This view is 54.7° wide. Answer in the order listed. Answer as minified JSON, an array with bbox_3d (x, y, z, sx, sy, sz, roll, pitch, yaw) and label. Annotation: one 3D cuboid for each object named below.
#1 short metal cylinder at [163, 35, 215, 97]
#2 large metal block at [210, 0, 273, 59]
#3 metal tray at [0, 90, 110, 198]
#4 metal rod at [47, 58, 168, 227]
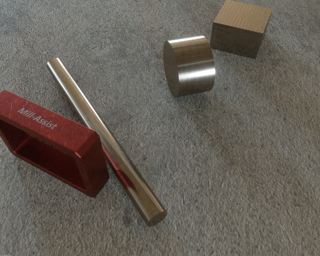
[{"bbox_3d":[0.039,-0.087,0.441,0.050,0.080,0.080,-12,51,-10],"label":"short metal cylinder"},{"bbox_3d":[0.138,-0.171,0.531,0.080,0.050,0.080,18,52,15],"label":"large metal block"},{"bbox_3d":[-0.123,0.019,0.344,0.130,0.089,0.030,23,54,18],"label":"metal tray"},{"bbox_3d":[-0.084,-0.002,0.403,0.025,0.025,0.300,-26,55,-20],"label":"metal rod"}]
